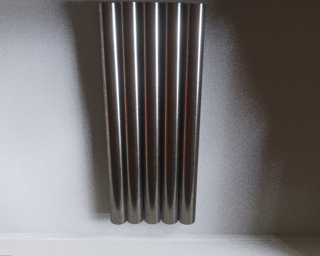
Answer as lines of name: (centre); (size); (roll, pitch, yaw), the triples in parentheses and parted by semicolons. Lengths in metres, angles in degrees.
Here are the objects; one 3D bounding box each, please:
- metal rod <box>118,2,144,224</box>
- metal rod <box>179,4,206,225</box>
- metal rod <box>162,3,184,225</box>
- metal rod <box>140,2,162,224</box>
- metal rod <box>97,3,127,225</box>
metal rod: (-0.036, -0.005, 0.408); (0.025, 0.025, 0.298); (0, 110, 0)
metal rod: (0.040, -0.004, 0.409); (0.025, 0.025, 0.298); (0, 110, 0)
metal rod: (0.015, -0.004, 0.408); (0.025, 0.025, 0.298); (0, 110, 0)
metal rod: (-0.011, -0.005, 0.408); (0.025, 0.025, 0.298); (0, 110, 0)
metal rod: (-0.060, -0.004, 0.408); (0.025, 0.025, 0.298); (0, 110, 0)
